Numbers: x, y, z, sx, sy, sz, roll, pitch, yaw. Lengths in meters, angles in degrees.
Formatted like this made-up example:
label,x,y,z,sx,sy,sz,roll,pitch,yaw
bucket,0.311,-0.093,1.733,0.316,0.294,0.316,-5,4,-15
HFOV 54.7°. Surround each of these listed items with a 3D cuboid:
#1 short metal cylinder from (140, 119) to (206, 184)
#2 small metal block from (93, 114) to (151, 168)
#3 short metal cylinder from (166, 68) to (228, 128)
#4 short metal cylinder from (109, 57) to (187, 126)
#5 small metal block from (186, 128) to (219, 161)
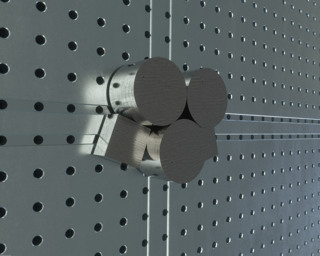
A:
label,x,y,z,sx,sy,sz,roll,pitch,yaw
short metal cylinder,0.014,0.028,0.400,0.081,0.050,0.079,0,90,-40
small metal block,-0.044,0.016,0.368,0.050,0.025,0.050,26,74,-37
short metal cylinder,0.048,-0.040,0.429,0.081,0.050,0.079,0,90,-40
short metal cylinder,-0.014,-0.042,0.377,0.081,0.050,0.079,0,90,-40
small metal block,0.056,0.022,0.453,0.050,0.025,0.050,-18,102,-39
